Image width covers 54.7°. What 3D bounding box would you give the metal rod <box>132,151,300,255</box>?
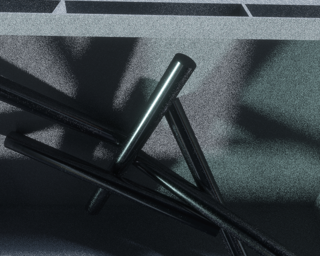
[{"bbox_3d":[0.074,0.106,0.378,0.300,0.025,0.025,31,136,26],"label":"metal rod"}]

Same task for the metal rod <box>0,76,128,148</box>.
[{"bbox_3d":[-0.165,-0.039,0.342,0.302,0.025,0.025,26,126,-33],"label":"metal rod"}]

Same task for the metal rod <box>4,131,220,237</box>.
[{"bbox_3d":[-0.064,0.072,0.409,0.301,0.025,0.025,22,129,5],"label":"metal rod"}]

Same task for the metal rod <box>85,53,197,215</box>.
[{"bbox_3d":[-0.040,0.030,0.405,0.025,0.025,0.298,21,129,-17],"label":"metal rod"}]

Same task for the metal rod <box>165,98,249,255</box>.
[{"bbox_3d":[0.074,0.100,0.415,0.025,0.025,0.299,-22,102,17],"label":"metal rod"}]
